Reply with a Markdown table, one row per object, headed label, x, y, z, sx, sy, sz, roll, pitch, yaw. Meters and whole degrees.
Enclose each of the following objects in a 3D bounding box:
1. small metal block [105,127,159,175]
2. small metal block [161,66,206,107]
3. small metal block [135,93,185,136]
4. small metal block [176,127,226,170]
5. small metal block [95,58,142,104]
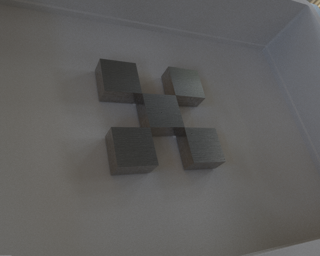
| label | x | y | z | sx | sy | sz | roll | pitch | yaw |
| --- | --- | --- | --- | --- | --- | --- | --- | --- | --- |
| small metal block | -0.034 | 0.027 | 0.368 | 0.050 | 0.025 | 0.050 | 1 | 61 | -28 |
| small metal block | 0.034 | -0.060 | 0.457 | 0.050 | 0.025 | 0.050 | 2 | 61 | -27 |
| small metal block | 0.000 | -0.017 | 0.413 | 0.050 | 0.025 | 0.050 | 0 | 62 | -28 |
| small metal block | 0.054 | 0.027 | 0.415 | 0.050 | 0.025 | 0.050 | 1 | 61 | -28 |
| small metal block | -0.056 | -0.061 | 0.410 | 0.050 | 0.025 | 0.050 | 2 | 61 | -28 |
